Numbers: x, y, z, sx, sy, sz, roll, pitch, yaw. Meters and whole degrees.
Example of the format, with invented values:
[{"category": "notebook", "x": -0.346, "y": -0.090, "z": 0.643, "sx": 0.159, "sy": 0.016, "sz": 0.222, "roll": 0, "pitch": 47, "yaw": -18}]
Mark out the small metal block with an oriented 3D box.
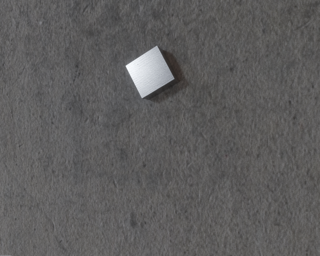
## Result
[{"category": "small metal block", "x": -0.009, "y": -0.072, "z": 0.411, "sx": 0.050, "sy": 0.025, "sz": 0.050, "roll": -29, "pitch": 81, "yaw": 17}]
